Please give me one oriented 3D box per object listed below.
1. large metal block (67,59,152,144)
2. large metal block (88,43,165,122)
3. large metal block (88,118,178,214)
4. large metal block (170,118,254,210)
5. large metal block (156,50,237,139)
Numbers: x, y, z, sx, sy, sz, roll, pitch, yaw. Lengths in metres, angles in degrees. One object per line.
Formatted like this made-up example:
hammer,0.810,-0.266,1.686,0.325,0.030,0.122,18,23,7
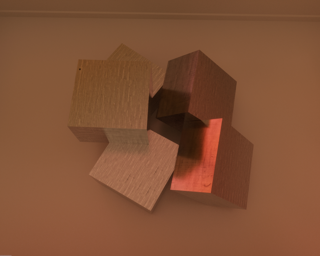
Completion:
large metal block,-0.051,-0.028,0.350,0.081,0.050,0.080,2,69,1
large metal block,-0.042,-0.052,0.414,0.080,0.050,0.080,34,73,11
large metal block,-0.025,0.046,0.374,0.080,0.050,0.080,28,72,9
large metal block,0.063,0.043,0.357,0.050,0.080,0.080,-5,64,40
large metal block,0.048,-0.036,0.386,0.080,0.050,0.080,28,64,-38
